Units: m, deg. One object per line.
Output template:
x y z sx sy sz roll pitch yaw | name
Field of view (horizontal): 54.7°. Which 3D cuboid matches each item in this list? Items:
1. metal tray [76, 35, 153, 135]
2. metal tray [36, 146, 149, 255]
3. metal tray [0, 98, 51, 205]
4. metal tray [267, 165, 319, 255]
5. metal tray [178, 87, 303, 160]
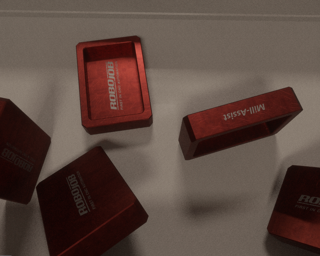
-0.064 -0.061 0.428 0.091 0.030 0.129 -8 70 -4 | metal tray
-0.080 0.079 0.336 0.090 0.030 0.130 -33 32 -12 | metal tray
-0.169 0.031 0.341 0.030 0.130 0.090 11 71 4 | metal tray
0.189 0.090 0.328 0.030 0.130 0.090 38 69 -28 | metal tray
0.091 -0.002 0.377 0.131 0.090 0.030 -16 71 -6 | metal tray
